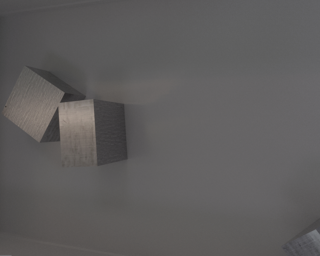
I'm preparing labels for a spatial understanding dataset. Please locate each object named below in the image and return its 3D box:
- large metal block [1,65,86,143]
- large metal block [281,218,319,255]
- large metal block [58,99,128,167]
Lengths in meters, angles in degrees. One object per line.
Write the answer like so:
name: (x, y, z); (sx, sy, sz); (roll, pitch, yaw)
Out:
large metal block: (-0.171, -0.034, 0.458); (0.080, 0.050, 0.080); (33, 101, 17)
large metal block: (0.183, 0.127, 0.301); (0.080, 0.081, 0.050); (58, 143, 24)
large metal block: (-0.086, 0.007, 0.412); (0.050, 0.080, 0.080); (-4, 89, 20)
